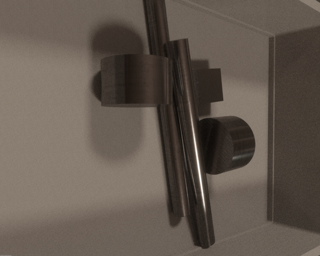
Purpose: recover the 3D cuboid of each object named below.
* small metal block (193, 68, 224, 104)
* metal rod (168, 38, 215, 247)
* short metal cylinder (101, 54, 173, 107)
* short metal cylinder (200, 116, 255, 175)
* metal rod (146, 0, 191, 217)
[{"bbox_3d":[0.067,-0.063,0.466,0.050,0.025,0.050,-11,97,-40],"label":"small metal block"},{"bbox_3d":[0.047,0.031,0.426,0.025,0.025,0.298,-24,112,-38],"label":"metal rod"},{"bbox_3d":[-0.026,-0.050,0.351,0.081,0.080,0.050,-1,91,-40],"label":"short metal cylinder"},{"bbox_3d":[0.089,0.024,0.448,0.050,0.080,0.079,-6,94,-40],"label":"short metal cylinder"},{"bbox_3d":[0.012,-0.027,0.418,0.025,0.025,0.298,-13,98,-40],"label":"metal rod"}]
